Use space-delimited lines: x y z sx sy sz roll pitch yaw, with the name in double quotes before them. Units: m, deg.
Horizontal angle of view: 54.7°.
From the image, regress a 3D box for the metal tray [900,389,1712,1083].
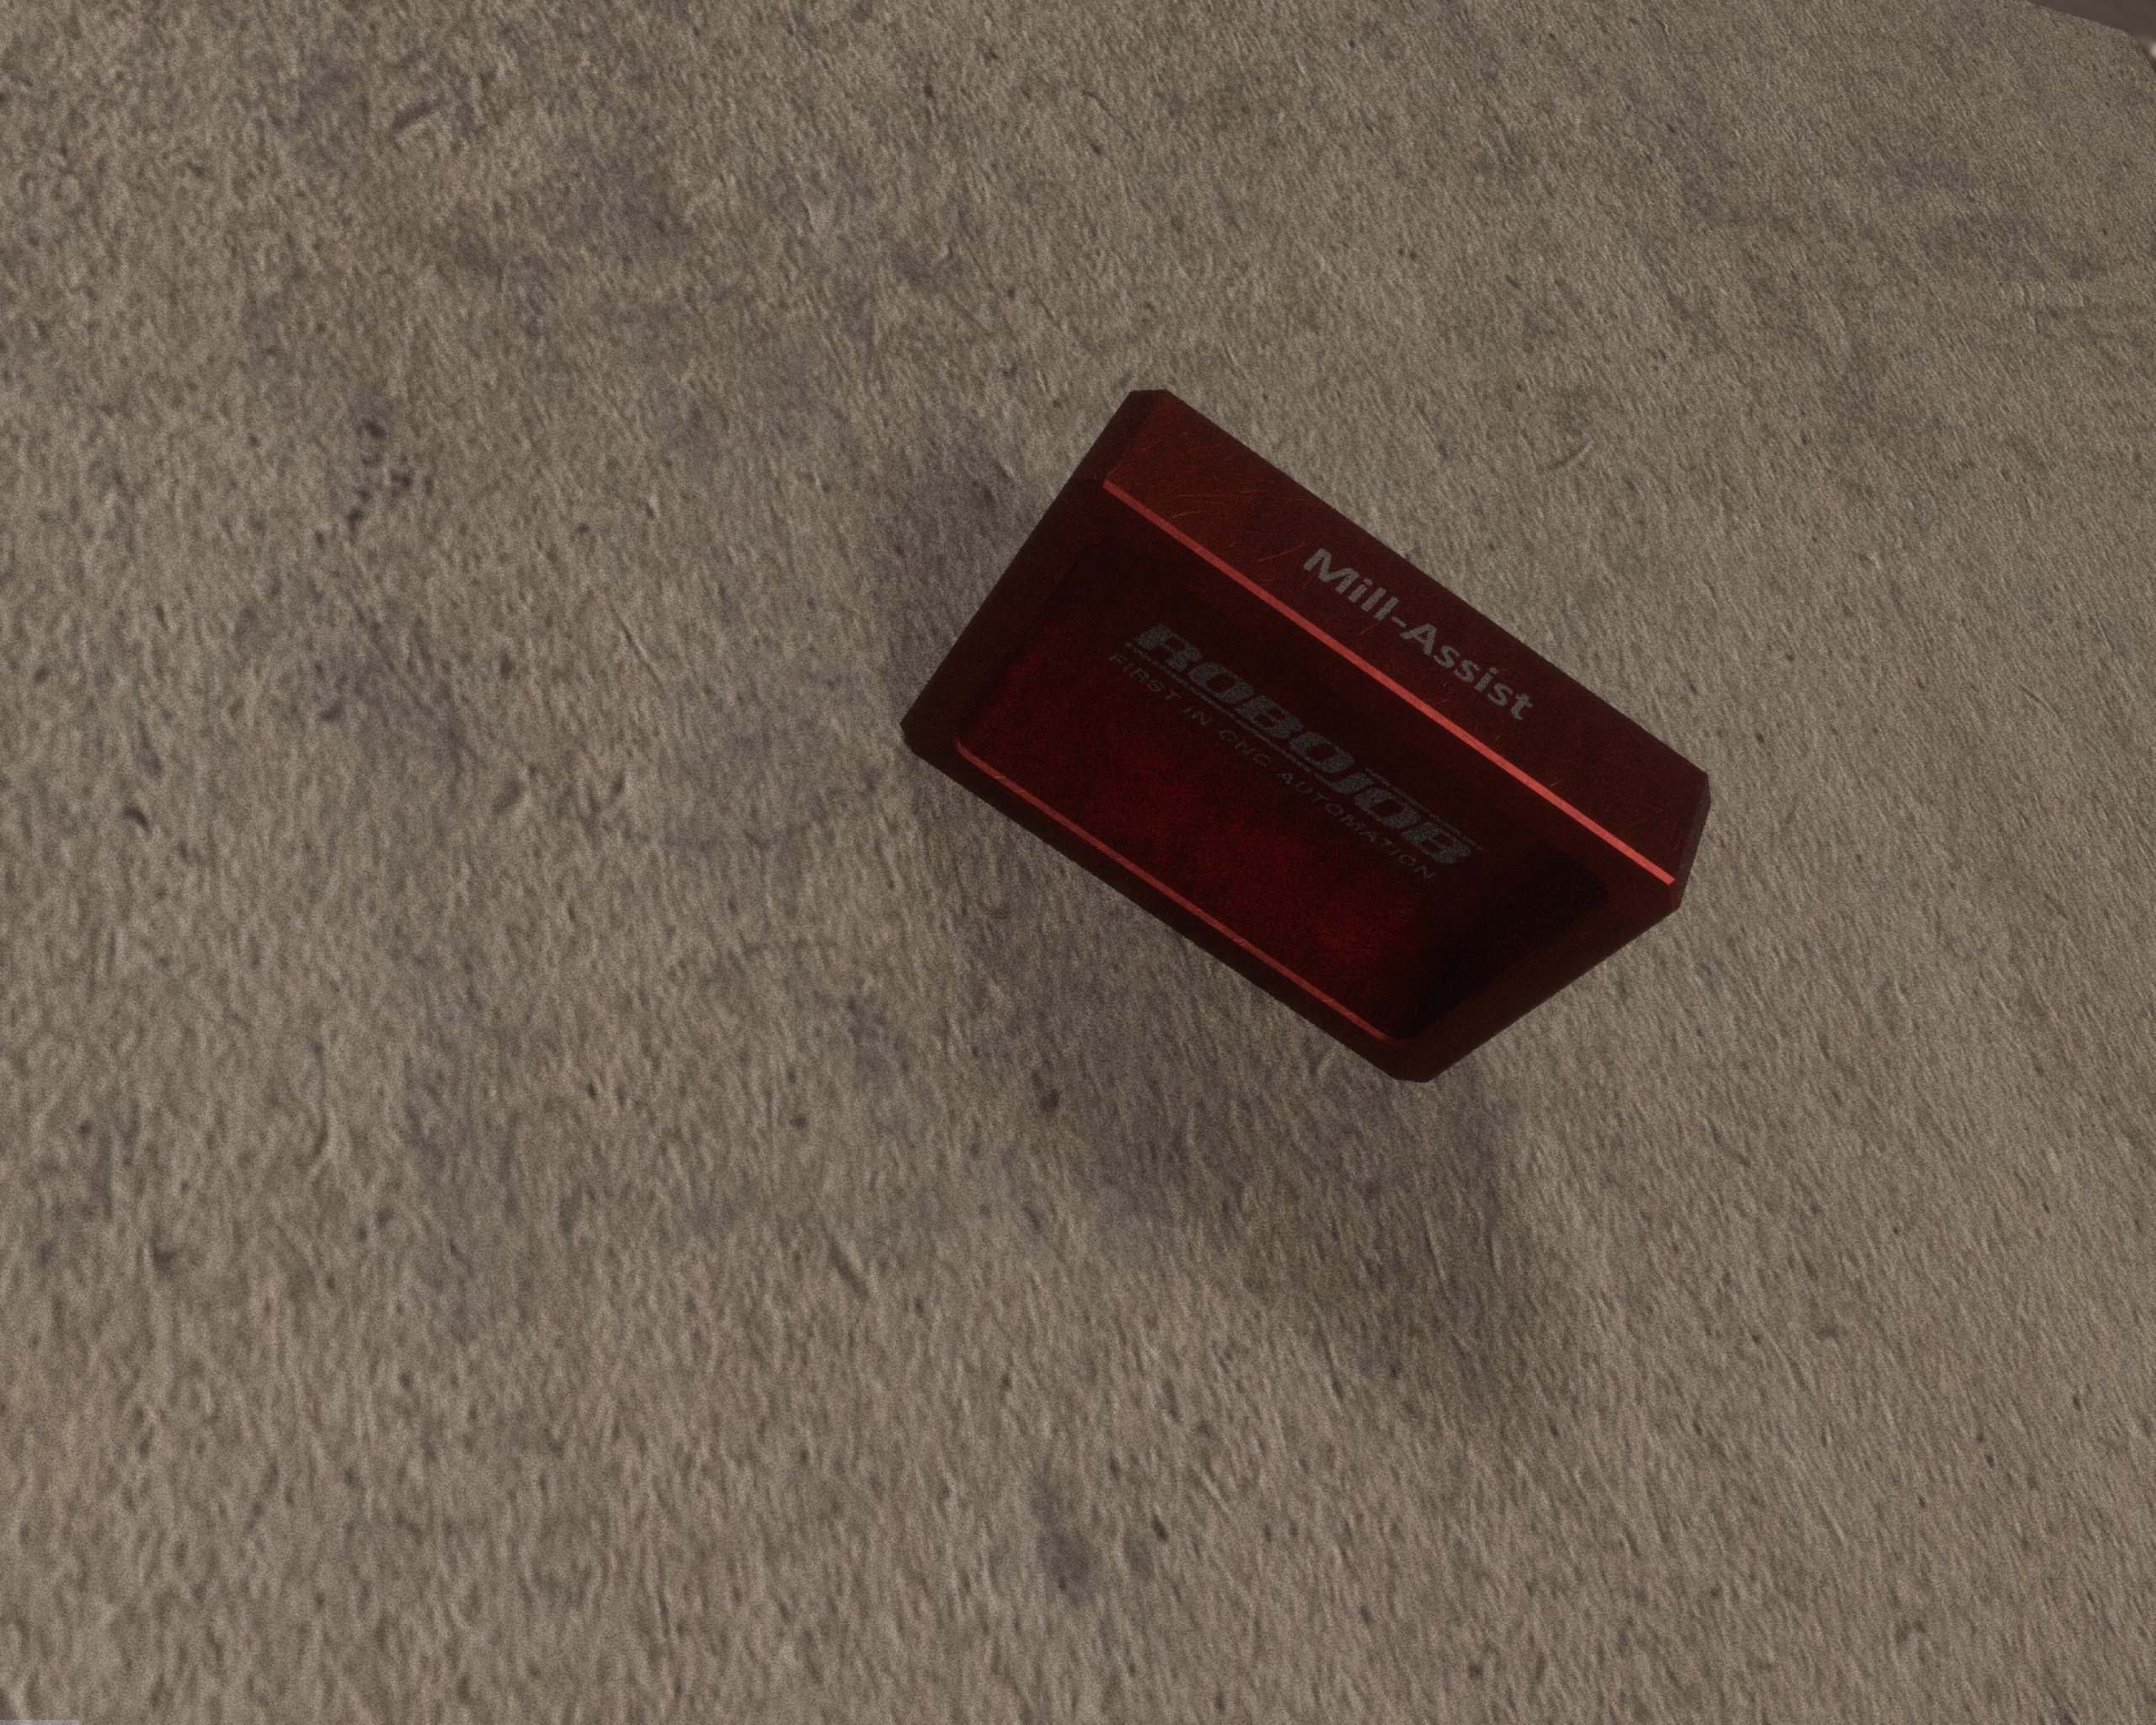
"metal tray" 0.041 -0.019 0.399 0.130 0.090 0.030 34 51 -6
